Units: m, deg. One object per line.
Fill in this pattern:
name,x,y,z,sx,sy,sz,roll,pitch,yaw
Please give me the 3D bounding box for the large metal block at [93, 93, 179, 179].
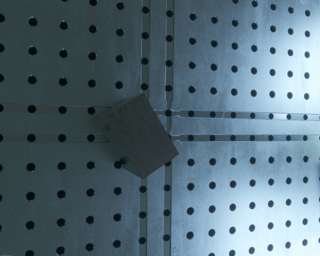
large metal block,-0.032,0.008,0.372,0.050,0.080,0.080,-34,101,-17
